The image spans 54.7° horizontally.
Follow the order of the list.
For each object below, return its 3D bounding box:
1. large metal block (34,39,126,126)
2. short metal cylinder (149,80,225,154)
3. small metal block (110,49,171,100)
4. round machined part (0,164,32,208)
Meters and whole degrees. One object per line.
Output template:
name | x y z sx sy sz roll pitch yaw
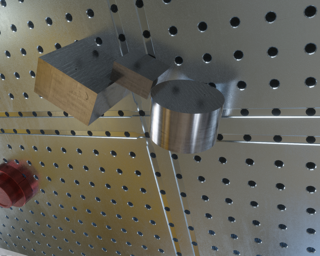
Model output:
large metal block | -0.094 -0.059 0.386 0.080 0.080 0.050 32 128 7
short metal cylinder | 0.029 -0.015 0.350 0.080 0.080 0.050 17 125 18
small metal block | -0.022 -0.065 0.365 0.050 0.050 0.025 29 128 9
round machined part | -0.320 0.127 0.644 0.098 0.042 0.097 13 124 20
